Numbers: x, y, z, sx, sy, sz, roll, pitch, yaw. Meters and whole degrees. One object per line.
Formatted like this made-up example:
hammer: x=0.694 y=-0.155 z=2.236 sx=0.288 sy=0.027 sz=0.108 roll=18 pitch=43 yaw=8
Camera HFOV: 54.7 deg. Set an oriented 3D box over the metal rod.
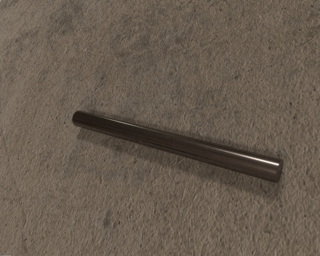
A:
metal rod: x=-0.002 y=0.015 z=0.394 sx=0.300 sy=0.025 sz=0.025 roll=13 pitch=69 yaw=33
